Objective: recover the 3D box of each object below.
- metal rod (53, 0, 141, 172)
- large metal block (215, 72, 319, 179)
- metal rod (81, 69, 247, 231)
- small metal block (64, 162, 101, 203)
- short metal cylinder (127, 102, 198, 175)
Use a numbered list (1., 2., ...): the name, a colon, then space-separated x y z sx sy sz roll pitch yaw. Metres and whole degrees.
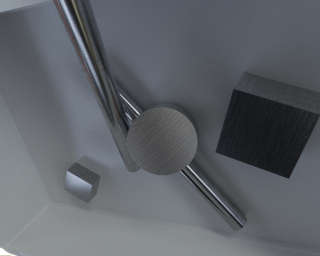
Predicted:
1. metal rod: -0.053 -0.025 0.339 0.025 0.025 0.299 18 151 17
2. large metal block: 0.113 -0.004 0.330 0.080 0.050 0.079 20 126 16
3. metal rod: 0.009 0.025 0.417 0.300 0.025 0.025 47 129 -5
4. small metal block: -0.135 0.095 0.536 0.050 0.025 0.050 28 128 10
5. short metal cylinder: 0.004 0.011 0.376 0.080 0.050 0.079 1 102 5
